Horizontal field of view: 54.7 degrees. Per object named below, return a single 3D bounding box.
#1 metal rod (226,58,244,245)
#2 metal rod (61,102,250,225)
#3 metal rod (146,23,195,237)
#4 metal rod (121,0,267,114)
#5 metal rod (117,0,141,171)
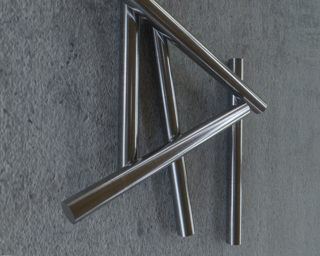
[{"bbox_3d":[0.122,0.037,0.506,0.025,0.025,0.298,1,89,-40],"label":"metal rod"},{"bbox_3d":[0.020,0.026,0.387,0.302,0.025,0.025,-27,107,-37],"label":"metal rod"},{"bbox_3d":[0.015,0.000,0.416,0.025,0.025,0.298,-14,99,-39],"label":"metal rod"},{"bbox_3d":[0.058,-0.096,0.418,0.301,0.025,0.025,30,71,-36],"label":"metal rod"},{"bbox_3d":[-0.036,-0.097,0.373,0.025,0.025,0.298,1,89,-40],"label":"metal rod"}]
